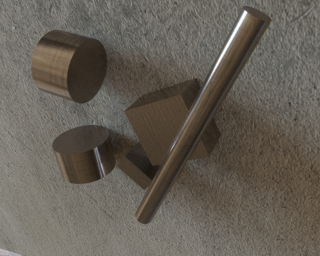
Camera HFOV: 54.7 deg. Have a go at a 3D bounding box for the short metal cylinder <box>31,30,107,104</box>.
[{"bbox_3d":[-0.109,-0.075,0.382,0.050,0.080,0.079,18,126,17],"label":"short metal cylinder"}]

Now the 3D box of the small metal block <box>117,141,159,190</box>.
[{"bbox_3d":[-0.023,0.049,0.433,0.050,0.050,0.025,42,129,-1],"label":"small metal block"}]

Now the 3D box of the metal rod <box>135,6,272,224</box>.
[{"bbox_3d":[0.027,0.016,0.337,0.025,0.025,0.298,31,129,8],"label":"metal rod"}]

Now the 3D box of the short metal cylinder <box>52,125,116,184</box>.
[{"bbox_3d":[-0.109,0.036,0.451,0.080,0.080,0.050,6,121,25],"label":"short metal cylinder"}]

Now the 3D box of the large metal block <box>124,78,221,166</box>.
[{"bbox_3d":[0.017,-0.006,0.378,0.080,0.050,0.080,-13,112,33],"label":"large metal block"}]
